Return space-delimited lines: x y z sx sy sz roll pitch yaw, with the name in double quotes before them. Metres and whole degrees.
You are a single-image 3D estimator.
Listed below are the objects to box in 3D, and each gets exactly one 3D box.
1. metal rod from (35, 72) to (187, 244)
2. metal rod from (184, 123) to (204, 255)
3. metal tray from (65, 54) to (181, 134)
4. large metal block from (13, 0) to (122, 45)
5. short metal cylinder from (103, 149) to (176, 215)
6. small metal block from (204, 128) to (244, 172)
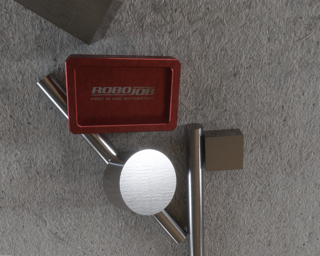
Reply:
"metal rod" -0.057 0.052 0.428 0.025 0.025 0.300 -34 107 11
"metal rod" 0.053 0.137 0.461 0.025 0.025 0.298 -3 110 1
"metal tray" -0.044 -0.041 0.376 0.131 0.030 0.089 -2 110 -13
"large metal block" -0.092 -0.135 0.329 0.080 0.080 0.050 30 107 -11
"short metal cylinder" -0.026 0.069 0.400 0.081 0.050 0.080 5 82 -33
"small metal block" 0.085 0.030 0.422 0.050 0.025 0.050 -4 110 1
